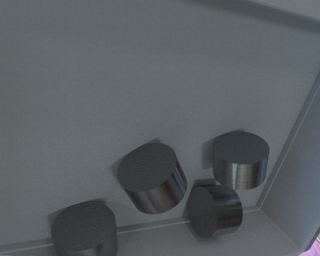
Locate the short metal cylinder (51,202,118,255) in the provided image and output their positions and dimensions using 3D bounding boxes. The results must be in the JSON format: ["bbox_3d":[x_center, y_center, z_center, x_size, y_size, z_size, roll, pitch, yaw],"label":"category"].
[{"bbox_3d":[-0.098,0.145,0.411,0.081,0.080,0.050,-13,124,-21],"label":"short metal cylinder"}]

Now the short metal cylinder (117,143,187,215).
[{"bbox_3d":[-0.009,0.066,0.411,0.080,0.080,0.050,-31,129,-9],"label":"short metal cylinder"}]

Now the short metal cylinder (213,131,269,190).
[{"bbox_3d":[0.122,0.048,0.472,0.081,0.080,0.050,-18,126,-18],"label":"short metal cylinder"}]

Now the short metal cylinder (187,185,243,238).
[{"bbox_3d":[0.088,0.135,0.507,0.050,0.080,0.079,1,118,-29],"label":"short metal cylinder"}]
